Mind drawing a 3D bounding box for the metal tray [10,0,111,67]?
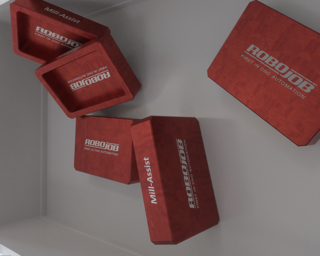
[{"bbox_3d":[-0.145,-0.126,0.451,0.089,0.131,0.030,118,171,-49],"label":"metal tray"}]

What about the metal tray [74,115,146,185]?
[{"bbox_3d":[-0.078,0.028,0.468,0.130,0.030,0.089,6,94,39],"label":"metal tray"}]

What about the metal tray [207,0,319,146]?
[{"bbox_3d":[0.120,-0.055,0.305,0.130,0.030,0.089,45,117,30],"label":"metal tray"}]

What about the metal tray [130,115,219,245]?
[{"bbox_3d":[0.019,0.053,0.348,0.030,0.091,0.129,-18,79,39],"label":"metal tray"}]

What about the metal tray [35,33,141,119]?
[{"bbox_3d":[-0.104,-0.069,0.444,0.130,0.030,0.090,-14,122,30],"label":"metal tray"}]
